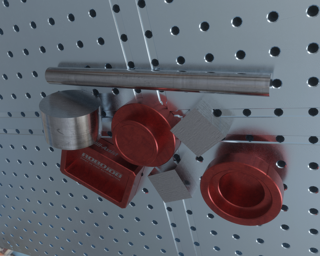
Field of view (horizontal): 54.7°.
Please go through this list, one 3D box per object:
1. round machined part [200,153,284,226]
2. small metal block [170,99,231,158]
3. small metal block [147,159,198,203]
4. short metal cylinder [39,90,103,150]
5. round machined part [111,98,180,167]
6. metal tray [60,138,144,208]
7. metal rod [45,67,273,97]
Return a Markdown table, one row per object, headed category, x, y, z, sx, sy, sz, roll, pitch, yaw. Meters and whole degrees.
| category | x | y | z | sx | sy | sz | roll | pitch | yaw |
| --- | --- | --- | --- | --- | --- | --- | --- | --- | --- |
| round machined part | 0.104 | 0.072 | 0.390 | 0.098 | 0.042 | 0.097 | 13 | 124 | 21 |
| small metal block | 0.050 | 0.001 | 0.386 | 0.050 | 0.025 | 0.050 | 44 | 129 | -2 |
| small metal block | 0.019 | 0.078 | 0.450 | 0.050 | 0.025 | 0.050 | -21 | 108 | 36 |
| short metal cylinder | -0.122 | -0.013 | 0.432 | 0.080 | 0.080 | 0.050 | 16 | 125 | 19 |
| round machined part | -0.025 | 0.012 | 0.420 | 0.098 | 0.042 | 0.097 | 12 | 121 | 22 |
| metal tray | -0.096 | 0.063 | 0.497 | 0.130 | 0.030 | 0.089 | 27 | 128 | 11 |
| metal rod | -0.021 | -0.060 | 0.384 | 0.301 | 0.025 | 0.025 | 6 | 121 | 24 |
